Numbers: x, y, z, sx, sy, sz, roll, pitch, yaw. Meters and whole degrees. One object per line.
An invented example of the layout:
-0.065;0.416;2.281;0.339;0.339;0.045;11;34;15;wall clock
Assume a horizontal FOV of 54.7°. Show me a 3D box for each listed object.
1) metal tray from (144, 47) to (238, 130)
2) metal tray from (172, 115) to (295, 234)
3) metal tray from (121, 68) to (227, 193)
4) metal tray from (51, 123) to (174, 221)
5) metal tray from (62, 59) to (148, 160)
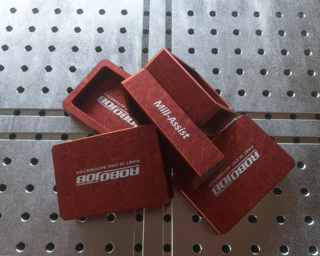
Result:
0.043;-0.041;0.372;0.030;0.130;0.090;-45;74;15;metal tray
0.090;0.056;0.388;0.130;0.030;0.090;-39;75;-14;metal tray
0.011;0.006;0.343;0.030;0.090;0.130;-37;75;-12;metal tray
-0.056;0.052;0.364;0.131;0.030;0.090;-12;81;10;metal tray
-0.051;-0.024;0.417;0.130;0.030;0.090;34;73;11;metal tray
